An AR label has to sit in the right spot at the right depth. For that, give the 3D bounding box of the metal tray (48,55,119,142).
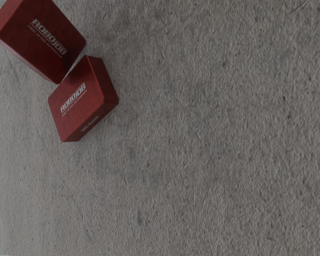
[{"bbox_3d":[-0.130,-0.045,0.509,0.130,0.030,0.090,-37,67,33],"label":"metal tray"}]

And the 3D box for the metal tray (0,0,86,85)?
[{"bbox_3d":[-0.175,-0.135,0.462,0.030,0.130,0.090,24,78,27],"label":"metal tray"}]
